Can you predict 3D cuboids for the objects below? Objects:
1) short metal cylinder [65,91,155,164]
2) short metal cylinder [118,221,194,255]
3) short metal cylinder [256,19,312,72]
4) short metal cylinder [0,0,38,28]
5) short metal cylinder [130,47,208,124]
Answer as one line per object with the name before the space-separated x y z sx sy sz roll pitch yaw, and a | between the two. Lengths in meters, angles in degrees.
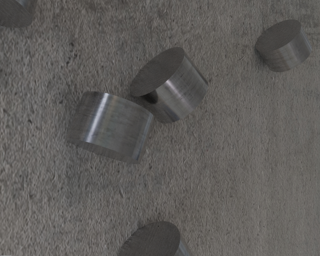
short metal cylinder | -0.051 0.002 0.326 0.080 0.080 0.050 28 73 -37
short metal cylinder | -0.003 0.159 0.367 0.080 0.080 0.050 -41 115 -32
short metal cylinder | 0.220 -0.146 0.553 0.050 0.080 0.080 45 63 -31
short metal cylinder | -0.140 -0.124 0.251 0.081 0.080 0.050 17 79 -39
short metal cylinder | 0.011 -0.052 0.378 0.050 0.080 0.080 46 63 -31
